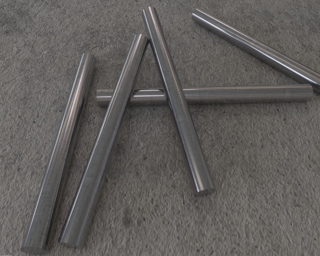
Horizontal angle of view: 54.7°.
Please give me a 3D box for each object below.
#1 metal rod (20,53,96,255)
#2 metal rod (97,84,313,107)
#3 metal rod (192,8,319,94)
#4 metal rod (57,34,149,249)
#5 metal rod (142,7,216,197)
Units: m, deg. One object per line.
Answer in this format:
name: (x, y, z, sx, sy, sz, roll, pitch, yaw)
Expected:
metal rod: (-0.118, 0.005, 0.397, 0.025, 0.025, 0.300, 1, 50, 1)
metal rod: (0.064, -0.047, 0.442, 0.302, 0.025, 0.025, -2, 50, -2)
metal rod: (0.168, -0.127, 0.510, 0.025, 0.025, 0.300, -34, 58, -25)
metal rod: (-0.059, -0.007, 0.385, 0.025, 0.025, 0.300, 9, 58, 7)
metal rod: (0.017, -0.055, 0.416, 0.025, 0.025, 0.299, -10, 61, -8)
